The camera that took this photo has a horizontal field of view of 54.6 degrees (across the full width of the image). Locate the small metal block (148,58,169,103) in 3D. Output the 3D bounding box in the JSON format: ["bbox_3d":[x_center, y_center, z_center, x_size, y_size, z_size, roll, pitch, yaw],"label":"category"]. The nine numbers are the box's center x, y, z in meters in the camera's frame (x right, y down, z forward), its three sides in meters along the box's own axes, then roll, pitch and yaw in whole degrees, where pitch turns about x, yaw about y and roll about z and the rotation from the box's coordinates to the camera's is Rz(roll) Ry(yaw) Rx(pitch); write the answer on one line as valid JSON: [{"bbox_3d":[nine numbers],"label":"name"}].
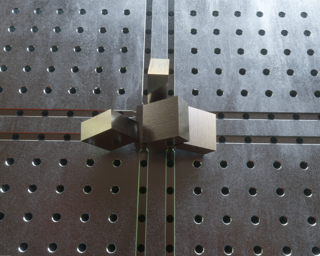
[{"bbox_3d":[-0.002,-0.058,0.409,0.025,0.050,0.050,3,34,2],"label":"small metal block"}]

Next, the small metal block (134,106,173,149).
[{"bbox_3d":[-0.006,-0.001,0.412,0.050,0.025,0.050,2,70,1],"label":"small metal block"}]

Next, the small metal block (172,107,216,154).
[{"bbox_3d":[0.045,0.003,0.399,0.050,0.025,0.050,14,67,-28],"label":"small metal block"}]

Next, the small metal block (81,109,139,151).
[{"bbox_3d":[-0.062,0.004,0.386,0.050,0.050,0.025,-21,61,29],"label":"small metal block"}]

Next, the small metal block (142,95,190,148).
[{"bbox_3d":[0.007,-0.006,0.375,0.050,0.025,0.050,-13,66,30],"label":"small metal block"}]
